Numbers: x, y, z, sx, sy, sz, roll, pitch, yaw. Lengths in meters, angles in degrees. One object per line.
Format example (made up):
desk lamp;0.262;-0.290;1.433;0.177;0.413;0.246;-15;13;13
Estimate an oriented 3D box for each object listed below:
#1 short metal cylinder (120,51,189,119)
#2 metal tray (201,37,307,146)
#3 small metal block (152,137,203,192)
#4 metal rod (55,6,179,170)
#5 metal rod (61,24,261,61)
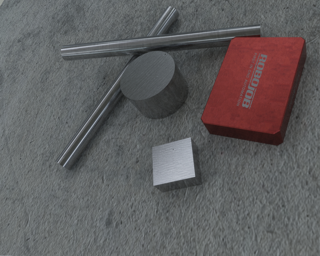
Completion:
short metal cylinder;-0.007;-0.059;0.428;0.080;0.050;0.080;-13;56;21
metal tray;0.114;-0.049;0.371;0.090;0.030;0.130;10;67;32
small metal block;0.020;0.044;0.367;0.050;0.025;0.050;-16;55;19
metal rod;-0.059;-0.068;0.476;0.025;0.025;0.300;24;74;36
metal rod;-0.010;-0.123;0.457;0.301;0.025;0.025;-1;61;18
